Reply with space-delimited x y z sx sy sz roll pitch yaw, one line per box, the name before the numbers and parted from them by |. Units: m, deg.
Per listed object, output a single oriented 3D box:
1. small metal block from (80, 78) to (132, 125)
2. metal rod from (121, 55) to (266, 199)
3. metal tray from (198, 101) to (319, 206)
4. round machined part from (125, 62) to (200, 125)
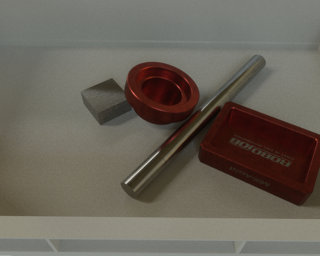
small metal block | -0.075 -0.038 0.436 0.050 0.025 0.050 -28 56 -22
metal rod | 0.062 -0.018 0.420 0.025 0.025 0.301 33 57 24
metal tray | 0.125 0.026 0.381 0.130 0.030 0.090 23 54 18
round machined part | 0.000 -0.043 0.419 0.099 0.042 0.098 11 46 -12
